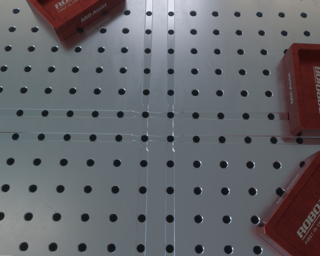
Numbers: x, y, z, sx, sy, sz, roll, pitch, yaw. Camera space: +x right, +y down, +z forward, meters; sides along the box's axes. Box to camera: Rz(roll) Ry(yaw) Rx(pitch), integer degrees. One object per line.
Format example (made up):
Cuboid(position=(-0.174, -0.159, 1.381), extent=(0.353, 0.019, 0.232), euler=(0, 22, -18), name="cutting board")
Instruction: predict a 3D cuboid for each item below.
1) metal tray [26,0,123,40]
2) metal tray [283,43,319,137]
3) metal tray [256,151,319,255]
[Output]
Cuboid(position=(-0.131, -0.208, 0.484), extent=(0.130, 0.030, 0.090), euler=(-40, 75, -13), name="metal tray")
Cuboid(position=(0.226, -0.053, 0.429), extent=(0.090, 0.030, 0.130), euler=(3, 70, 1), name="metal tray")
Cuboid(position=(0.192, 0.103, 0.372), extent=(0.090, 0.030, 0.130), euler=(40, 74, 13), name="metal tray")
